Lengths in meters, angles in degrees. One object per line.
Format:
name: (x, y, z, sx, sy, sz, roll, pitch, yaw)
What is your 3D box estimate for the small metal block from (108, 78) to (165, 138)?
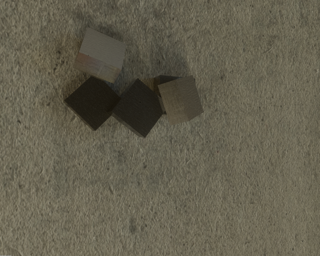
small metal block: (-0.026, -0.023, 0.374, 0.050, 0.025, 0.050, 40, 77, -16)

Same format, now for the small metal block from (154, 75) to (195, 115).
small metal block: (0.019, -0.043, 0.418, 0.050, 0.025, 0.050, 2, 89, -21)

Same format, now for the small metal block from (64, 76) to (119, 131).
small metal block: (-0.081, -0.032, 0.380, 0.050, 0.025, 0.050, -47, 105, -14)

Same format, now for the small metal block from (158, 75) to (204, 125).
small metal block: (0.027, -0.035, 0.381, 0.050, 0.025, 0.050, -28, 103, -58)

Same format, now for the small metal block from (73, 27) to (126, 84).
small metal block: (-0.071, -0.087, 0.372, 0.050, 0.025, 0.050, 20, 47, -19)
